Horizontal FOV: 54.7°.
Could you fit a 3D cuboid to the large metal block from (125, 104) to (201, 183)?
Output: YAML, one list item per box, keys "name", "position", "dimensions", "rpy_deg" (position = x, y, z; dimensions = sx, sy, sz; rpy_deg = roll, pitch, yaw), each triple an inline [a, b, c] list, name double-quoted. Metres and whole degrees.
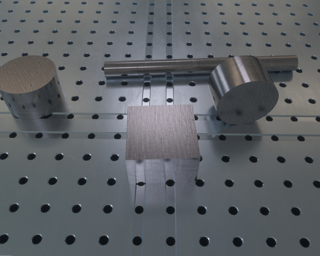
- name: "large metal block"
  position: [0.002, 0.018, 0.376]
  dimensions: [0.081, 0.050, 0.080]
  rpy_deg: [-2, 50, -2]

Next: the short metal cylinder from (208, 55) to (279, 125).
- name: "short metal cylinder"
  position: [0.109, -0.049, 0.414]
  dimensions: [0.081, 0.080, 0.050]
  rpy_deg: [-5, 50, -5]

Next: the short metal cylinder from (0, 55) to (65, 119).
- name: "short metal cylinder"
  position: [-0.182, -0.058, 0.439]
  dimensions: [0.081, 0.050, 0.080]
  rpy_deg: [0, 50, 0]

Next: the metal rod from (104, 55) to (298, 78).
- name: "metal rod"
  position: [0.065, -0.098, 0.490]
  dimensions: [0.302, 0.025, 0.025]
  rpy_deg: [-3, 50, -3]
